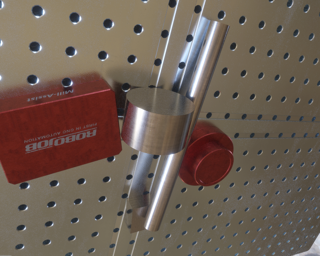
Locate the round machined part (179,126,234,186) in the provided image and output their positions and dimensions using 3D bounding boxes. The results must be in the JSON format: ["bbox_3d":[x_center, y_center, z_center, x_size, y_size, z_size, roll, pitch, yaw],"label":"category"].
[{"bbox_3d":[0.072,0.050,0.473,0.099,0.042,0.097,-14,125,-21],"label":"round machined part"}]

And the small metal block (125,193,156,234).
[{"bbox_3d":[-0.025,0.131,0.480,0.050,0.025,0.050,-7,122,-25],"label":"small metal block"}]

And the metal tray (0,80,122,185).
[{"bbox_3d":[-0.113,0.003,0.349,0.131,0.030,0.089,-15,125,-20],"label":"metal tray"}]

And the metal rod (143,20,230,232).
[{"bbox_3d":[0.030,0.009,0.417,0.025,0.025,0.298,7,110,-32],"label":"metal rod"}]

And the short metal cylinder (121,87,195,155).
[{"bbox_3d":[-0.003,-0.010,0.369,0.081,0.080,0.050,-3,120,-27],"label":"short metal cylinder"}]
